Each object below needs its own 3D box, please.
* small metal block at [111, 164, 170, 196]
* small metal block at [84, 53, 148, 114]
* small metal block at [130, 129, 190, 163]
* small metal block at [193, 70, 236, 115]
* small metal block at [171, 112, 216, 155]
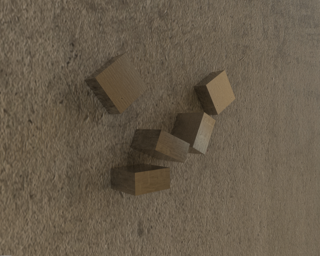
[{"bbox_3d":[-0.024,0.060,0.368,0.050,0.050,0.025,-2,92,-40],"label":"small metal block"},{"bbox_3d":[-0.050,-0.051,0.362,0.050,0.025,0.050,-48,119,-29],"label":"small metal block"},{"bbox_3d":[0.000,0.022,0.388,0.050,0.050,0.025,27,73,-37],"label":"small metal block"},{"bbox_3d":[0.084,-0.054,0.475,0.050,0.025,0.050,-40,114,-33],"label":"small metal block"},{"bbox_3d":[0.042,0.007,0.423,0.025,0.050,0.050,32,70,-36],"label":"small metal block"}]
